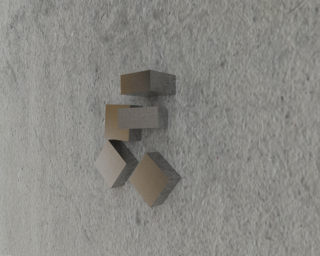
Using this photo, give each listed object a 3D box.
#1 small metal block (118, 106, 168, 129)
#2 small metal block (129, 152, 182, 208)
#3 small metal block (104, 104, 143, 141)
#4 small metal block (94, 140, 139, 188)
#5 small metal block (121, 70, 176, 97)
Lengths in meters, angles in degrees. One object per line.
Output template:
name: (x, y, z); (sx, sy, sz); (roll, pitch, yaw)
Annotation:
small metal block: (-0.020, -0.012, 0.393); (0.050, 0.050, 0.025); (-2, 89, 15)
small metal block: (-0.007, 0.067, 0.409); (0.050, 0.025, 0.050); (47, 117, 29)
small metal block: (-0.053, -0.008, 0.446); (0.050, 0.025, 0.050); (5, 93, 39)
small metal block: (-0.065, 0.052, 0.456); (0.050, 0.025, 0.050); (48, 118, 29)
small metal block: (-0.015, -0.056, 0.399); (0.050, 0.050, 0.025); (-1, 89, 39)
